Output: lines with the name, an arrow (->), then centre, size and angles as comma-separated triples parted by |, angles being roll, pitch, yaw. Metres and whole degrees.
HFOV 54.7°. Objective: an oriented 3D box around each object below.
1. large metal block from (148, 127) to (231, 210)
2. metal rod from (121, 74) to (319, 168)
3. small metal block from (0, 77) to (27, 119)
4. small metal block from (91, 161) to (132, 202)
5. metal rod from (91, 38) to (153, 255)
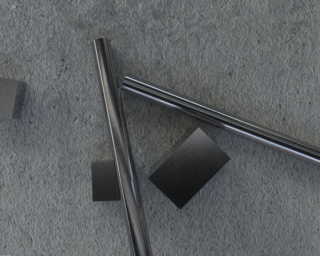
large metal block -> 0.033, 0.045, 0.383 | 0.050, 0.080, 0.080 | 45, 90, -1
metal rod -> 0.094, -0.006, 0.411 | 0.301, 0.025, 0.025 | 21, 90, -1
small metal block -> -0.210, -0.041, 0.407 | 0.050, 0.025, 0.050 | 10, 90, -1
small metal block -> -0.062, 0.068, 0.409 | 0.050, 0.025, 0.050 | -2, 90, -1
metal rod -> -0.047, 0.031, 0.386 | 0.025, 0.025, 0.298 | -12, 81, 0
